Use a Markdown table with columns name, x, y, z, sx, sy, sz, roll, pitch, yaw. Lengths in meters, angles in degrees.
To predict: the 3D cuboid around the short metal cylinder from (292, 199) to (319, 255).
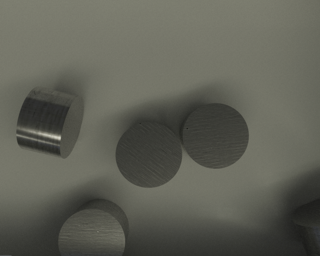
| name | x | y | z | sx | sy | sz | roll | pitch | yaw |
| --- | --- | --- | --- | --- | --- | --- | --- | --- | --- |
| short metal cylinder | 0.215 | 0.126 | 0.387 | 0.080 | 0.080 | 0.050 | -22 | 90 | 0 |

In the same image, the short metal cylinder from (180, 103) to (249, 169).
| name | x | y | z | sx | sy | sz | roll | pitch | yaw |
| --- | --- | --- | --- | --- | --- | --- | --- | --- | --- |
| short metal cylinder | 0.068 | 0.009 | 0.400 | 0.081 | 0.050 | 0.079 | 0 | 90 | -1 |

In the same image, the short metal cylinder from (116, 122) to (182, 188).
| name | x | y | z | sx | sy | sz | roll | pitch | yaw |
| --- | --- | --- | --- | --- | --- | --- | --- | --- | --- |
| short metal cylinder | -0.013 | 0.032 | 0.399 | 0.081 | 0.050 | 0.079 | 0 | 90 | -1 |

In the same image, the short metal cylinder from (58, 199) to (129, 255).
| name | x | y | z | sx | sy | sz | roll | pitch | yaw |
| --- | --- | --- | --- | --- | --- | --- | --- | --- | --- |
| short metal cylinder | -0.082 | 0.137 | 0.398 | 0.081 | 0.050 | 0.079 | 0 | 90 | -1 |

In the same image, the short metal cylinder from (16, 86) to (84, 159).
| name | x | y | z | sx | sy | sz | roll | pitch | yaw |
| --- | --- | --- | --- | --- | --- | --- | --- | --- | --- |
| short metal cylinder | -0.132 | -0.007 | 0.382 | 0.050 | 0.080 | 0.080 | 14 | 90 | 0 |
